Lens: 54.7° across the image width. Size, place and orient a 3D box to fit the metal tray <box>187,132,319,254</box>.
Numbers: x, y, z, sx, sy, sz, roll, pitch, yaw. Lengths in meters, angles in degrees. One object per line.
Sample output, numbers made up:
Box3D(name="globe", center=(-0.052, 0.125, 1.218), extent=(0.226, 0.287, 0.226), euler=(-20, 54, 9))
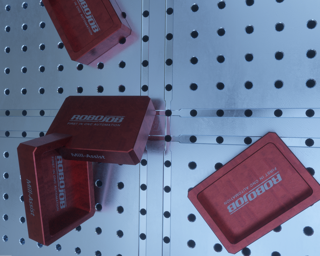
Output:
Box3D(name="metal tray", center=(0.110, 0.076, 0.370), extent=(0.130, 0.030, 0.090), euler=(-40, 78, 15))

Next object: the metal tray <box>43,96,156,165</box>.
Box3D(name="metal tray", center=(-0.080, -0.001, 0.410), extent=(0.130, 0.030, 0.090), euler=(2, 52, 19))

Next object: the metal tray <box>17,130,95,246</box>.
Box3D(name="metal tray", center=(-0.130, 0.073, 0.404), extent=(0.030, 0.091, 0.129), euler=(9, 108, 30))

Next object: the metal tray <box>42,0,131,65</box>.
Box3D(name="metal tray", center=(-0.111, -0.170, 0.447), extent=(0.090, 0.030, 0.130), euler=(-31, 80, 17))
